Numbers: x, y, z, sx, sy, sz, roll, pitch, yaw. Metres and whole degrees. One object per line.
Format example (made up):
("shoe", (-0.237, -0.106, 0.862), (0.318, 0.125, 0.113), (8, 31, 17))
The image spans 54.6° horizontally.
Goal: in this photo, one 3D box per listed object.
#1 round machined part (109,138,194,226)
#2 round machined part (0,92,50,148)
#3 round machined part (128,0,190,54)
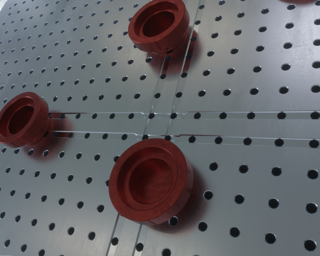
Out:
("round machined part", (-0.007, 0.064, 0.362), (0.098, 0.042, 0.098), (-13, 56, 21))
("round machined part", (-0.227, -0.009, 0.524), (0.098, 0.042, 0.098), (-13, 56, 21))
("round machined part", (0.002, -0.159, 0.495), (0.098, 0.042, 0.098), (-13, 56, 21))
